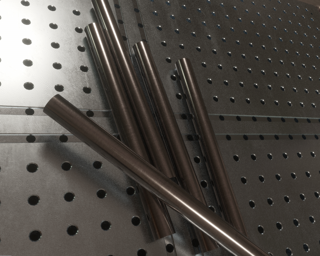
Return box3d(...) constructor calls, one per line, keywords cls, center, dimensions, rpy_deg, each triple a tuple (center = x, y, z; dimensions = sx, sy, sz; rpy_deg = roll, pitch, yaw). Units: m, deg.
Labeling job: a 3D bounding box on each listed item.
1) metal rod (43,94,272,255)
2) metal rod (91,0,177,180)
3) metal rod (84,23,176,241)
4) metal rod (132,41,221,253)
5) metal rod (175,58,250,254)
box3d(cls="metal rod", center=(0.003, 0.065, 0.338), dimensions=(0.301, 0.025, 0.025), rpy_deg=(38, 51, -3))
box3d(cls="metal rod", center=(-0.042, -0.066, 0.426), dimensions=(0.025, 0.025, 0.299), rpy_deg=(-8, 66, -32))
box3d(cls="metal rod", center=(-0.045, -0.011, 0.391), dimensions=(0.025, 0.025, 0.299), rpy_deg=(-8, 66, -32))
box3d(cls="metal rod", center=(0.015, 0.009, 0.412), dimensions=(0.025, 0.025, 0.299), rpy_deg=(-5, 64, -31))
box3d(cls="metal rod", center=(0.070, 0.029, 0.430), dimensions=(0.025, 0.025, 0.299), rpy_deg=(0, 62, -29))
